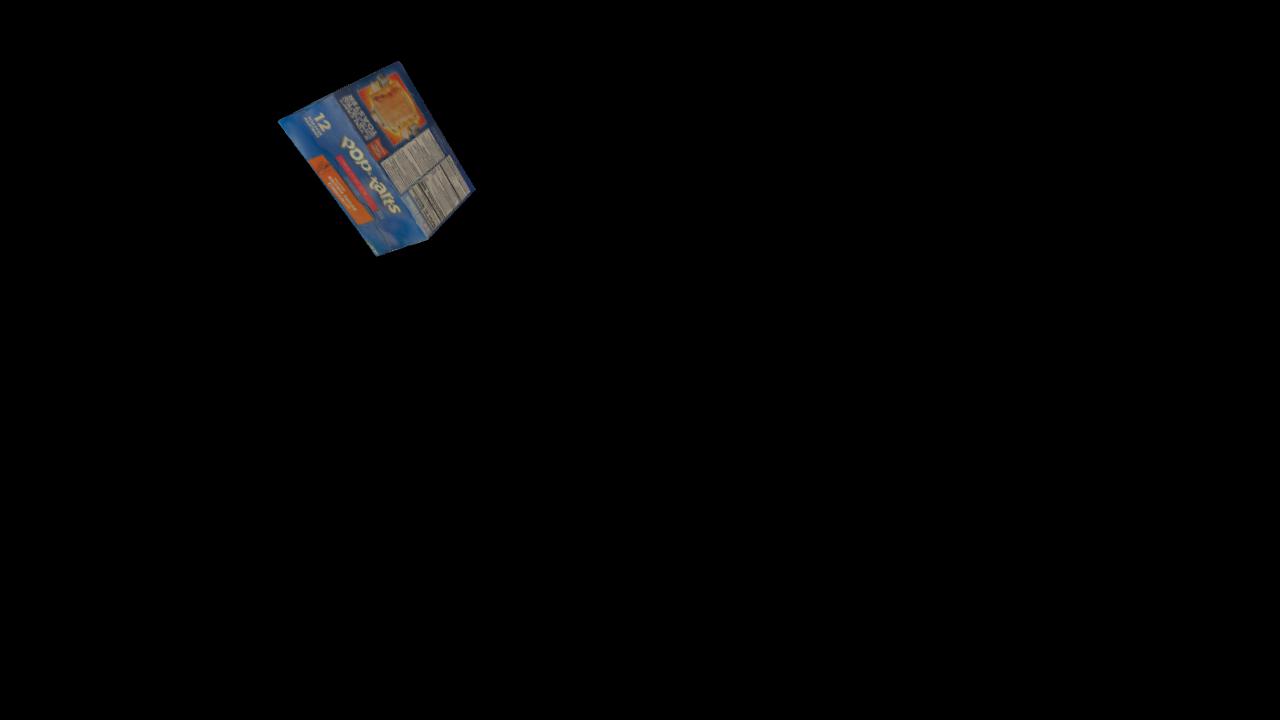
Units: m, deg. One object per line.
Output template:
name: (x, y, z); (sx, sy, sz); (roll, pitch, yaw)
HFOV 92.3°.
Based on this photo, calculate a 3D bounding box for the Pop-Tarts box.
Pop-Tarts box: (-0.290, -0.230, 0.707); (0.083, 0.167, 0.141); (-14, 34, 22)
